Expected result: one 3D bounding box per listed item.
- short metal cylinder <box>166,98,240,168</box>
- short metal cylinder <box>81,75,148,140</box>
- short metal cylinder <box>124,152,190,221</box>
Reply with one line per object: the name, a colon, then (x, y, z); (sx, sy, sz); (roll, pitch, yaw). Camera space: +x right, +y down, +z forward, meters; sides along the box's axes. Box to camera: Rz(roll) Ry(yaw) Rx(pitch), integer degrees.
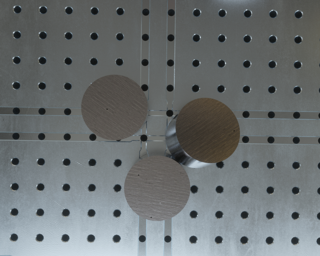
short metal cylinder: (0.052, 0.008, 0.390); (0.081, 0.050, 0.080); (3, 75, -12)
short metal cylinder: (-0.055, -0.025, 0.400); (0.081, 0.050, 0.079); (0, 90, 0)
short metal cylinder: (-0.003, 0.073, 0.401); (0.081, 0.050, 0.079); (0, 90, 0)
